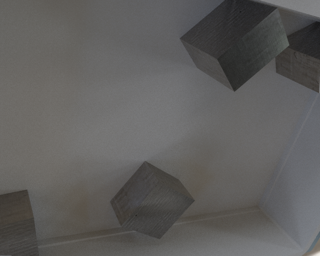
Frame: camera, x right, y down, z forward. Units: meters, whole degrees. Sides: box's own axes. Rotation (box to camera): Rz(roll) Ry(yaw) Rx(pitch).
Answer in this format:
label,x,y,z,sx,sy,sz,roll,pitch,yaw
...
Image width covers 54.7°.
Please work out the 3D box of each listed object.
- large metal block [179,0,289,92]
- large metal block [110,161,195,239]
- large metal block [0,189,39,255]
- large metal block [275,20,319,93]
label,x,y,z,sx,sy,sz,roll,pitch,yaw
large metal block,0.083,-0.099,0.357,0.080,0.080,0.050,-41,130,-1
large metal block,-0.011,0.107,0.452,0.080,0.050,0.080,-50,129,7
large metal block,-0.192,0.128,0.364,0.081,0.050,0.079,-10,123,-27
large metal block,0.221,-0.102,0.430,0.080,0.080,0.050,-28,128,-11
